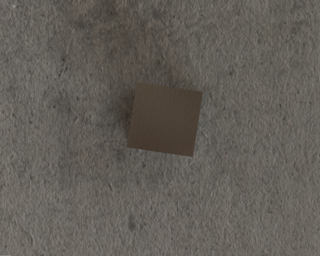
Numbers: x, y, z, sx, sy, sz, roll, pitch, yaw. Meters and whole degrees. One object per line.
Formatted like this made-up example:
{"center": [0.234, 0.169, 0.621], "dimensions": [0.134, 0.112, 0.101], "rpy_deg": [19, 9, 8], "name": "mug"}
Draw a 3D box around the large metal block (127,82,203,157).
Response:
{"center": [0.006, -0.010, 0.398], "dimensions": [0.081, 0.050, 0.080], "rpy_deg": [8, 90, -1], "name": "large metal block"}
